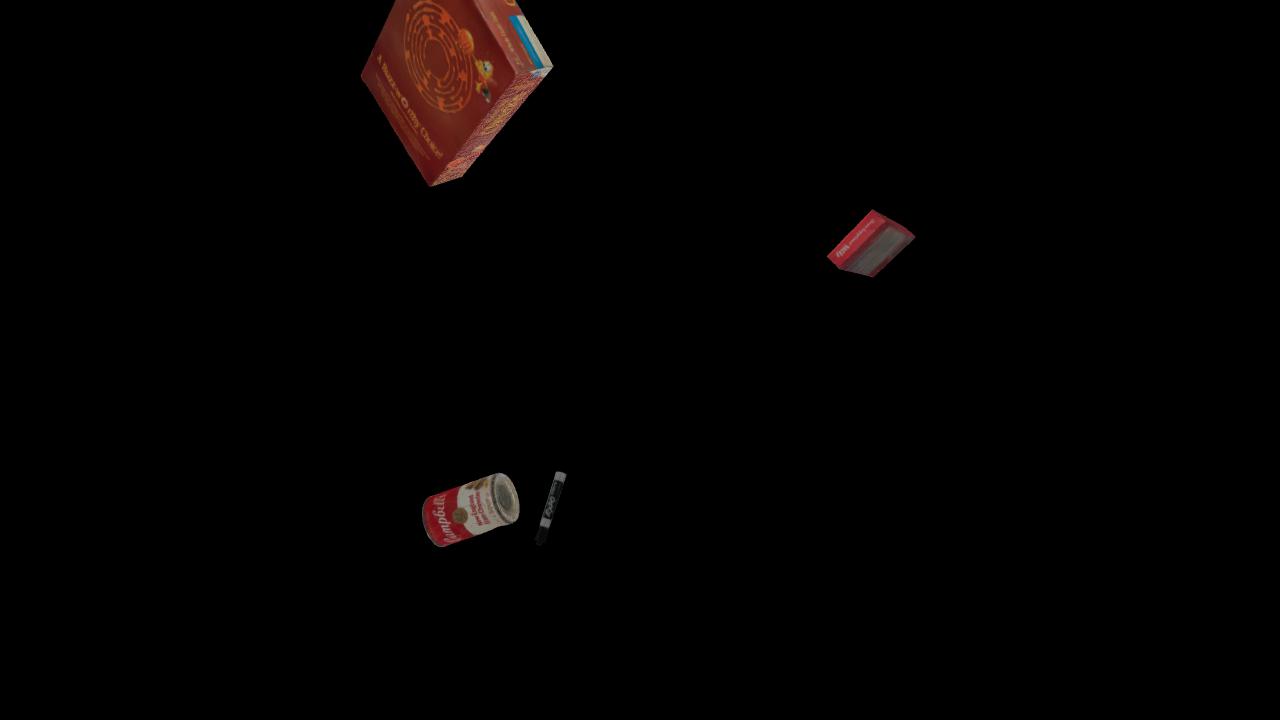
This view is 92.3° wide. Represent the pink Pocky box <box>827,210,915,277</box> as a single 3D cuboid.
[{"bbox_3d":[0.327,-0.160,0.865,0.155,0.029,0.084,-3,-39,-53],"label":"pink Pocky box"}]

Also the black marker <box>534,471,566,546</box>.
[{"bbox_3d":[-0.147,0.243,1.010,0.020,0.121,0.020,13,-25,6],"label":"black marker"}]

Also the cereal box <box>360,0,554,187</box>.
[{"bbox_3d":[-0.272,-0.414,0.880,0.306,0.203,0.081,-24,10,47],"label":"cereal box"}]

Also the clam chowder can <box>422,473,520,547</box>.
[{"bbox_3d":[-0.213,0.190,0.783,0.102,0.068,0.068,-20,-3,9],"label":"clam chowder can"}]
